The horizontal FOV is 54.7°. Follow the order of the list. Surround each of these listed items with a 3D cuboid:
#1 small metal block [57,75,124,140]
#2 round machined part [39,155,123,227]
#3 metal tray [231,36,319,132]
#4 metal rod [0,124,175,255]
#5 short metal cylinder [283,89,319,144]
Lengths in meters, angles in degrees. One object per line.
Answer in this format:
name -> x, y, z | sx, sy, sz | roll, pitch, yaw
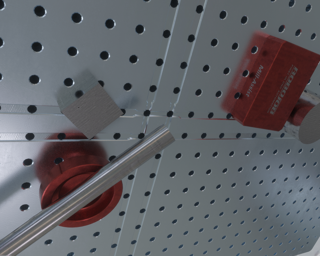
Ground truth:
small metal block -> -0.079, -0.023, 0.354 | 0.050, 0.025, 0.050 | -38, 129, -3
round machined part -> -0.101, 0.074, 0.391 | 0.099, 0.042, 0.097 | -14, 124, -21
metal tray -> 0.173, -0.062, 0.465 | 0.091, 0.030, 0.129 | 8, 115, -32
metal rod -> -0.111, 0.092, 0.353 | 0.301, 0.025, 0.025 | -36, 129, -5
short metal cylinder -> 0.243, -0.020, 0.516 | 0.081, 0.050, 0.079 | -14, 124, -21
